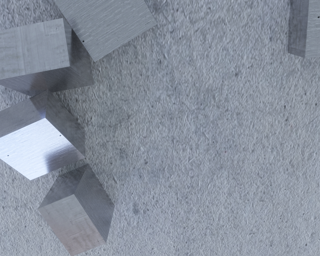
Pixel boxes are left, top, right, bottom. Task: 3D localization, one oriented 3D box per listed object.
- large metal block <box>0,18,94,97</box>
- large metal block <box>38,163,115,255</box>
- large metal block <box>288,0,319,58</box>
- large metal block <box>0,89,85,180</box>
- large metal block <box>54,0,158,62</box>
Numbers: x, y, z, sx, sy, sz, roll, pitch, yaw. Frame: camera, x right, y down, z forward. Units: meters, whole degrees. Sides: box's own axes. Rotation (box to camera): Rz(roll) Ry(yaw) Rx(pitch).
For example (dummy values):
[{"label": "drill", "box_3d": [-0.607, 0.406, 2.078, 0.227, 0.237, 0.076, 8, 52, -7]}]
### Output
[{"label": "large metal block", "box_3d": [-0.128, -0.074, 0.345, 0.080, 0.080, 0.050, -10, 84, 3]}, {"label": "large metal block", "box_3d": [-0.108, 0.108, 0.419, 0.050, 0.080, 0.080, -24, 109, 8]}, {"label": "large metal block", "box_3d": [0.197, -0.126, 0.351, 0.080, 0.050, 0.079, -5, 110, 1]}, {"label": "large metal block", "box_3d": [-0.150, 0.011, 0.383, 0.080, 0.050, 0.080, -23, 136, 8]}, {"label": "large metal block", "box_3d": [-0.058, -0.133, 0.347, 0.080, 0.050, 0.080, -29, 108, 10]}]
